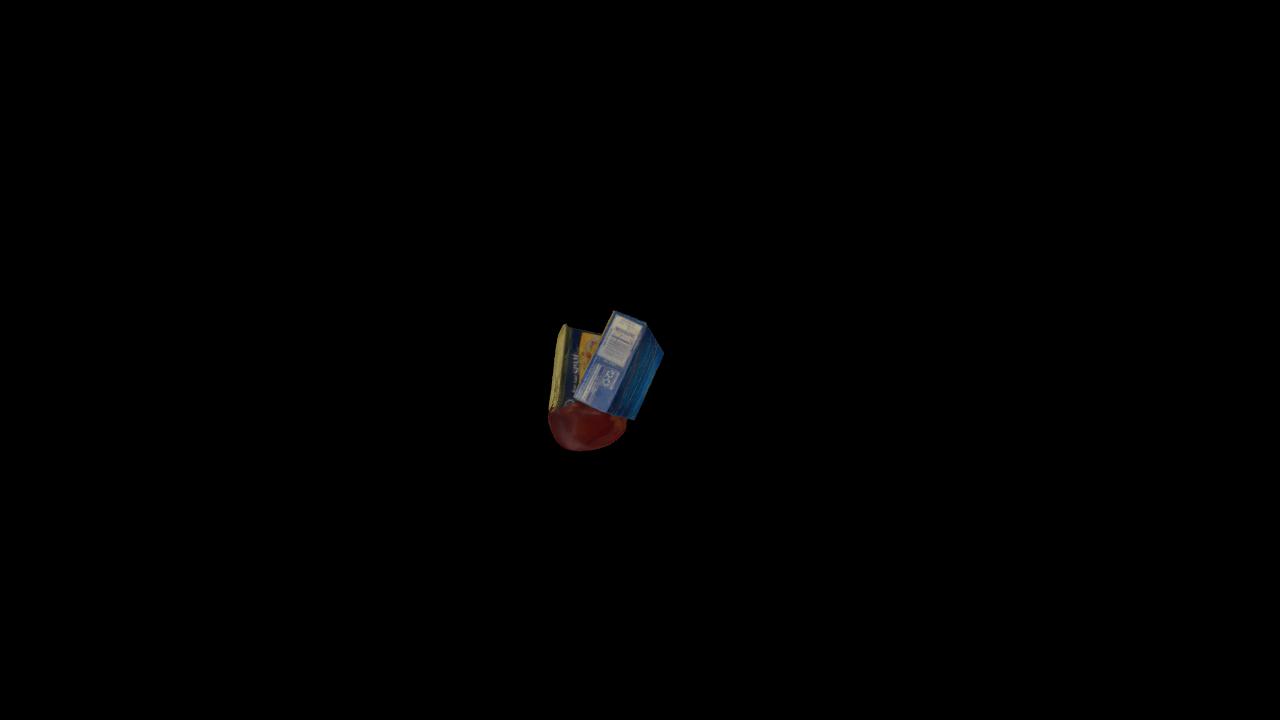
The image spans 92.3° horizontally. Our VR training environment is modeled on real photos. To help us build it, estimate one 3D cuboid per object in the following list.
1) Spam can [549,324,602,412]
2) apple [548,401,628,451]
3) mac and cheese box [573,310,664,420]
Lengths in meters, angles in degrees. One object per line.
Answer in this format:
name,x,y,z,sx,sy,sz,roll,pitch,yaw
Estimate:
Spam can,-0.055,0.017,0.713,0.085,0.101,0.058,10,-23,-16
apple,-0.061,0.067,0.704,0.093,0.079,0.079,-8,-5,34
mac and cheese box,-0.016,0.013,0.649,0.041,0.093,0.184,23,-5,9
